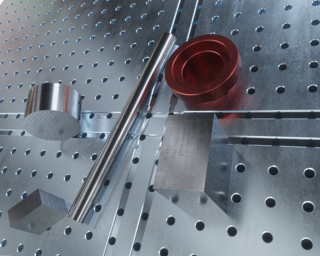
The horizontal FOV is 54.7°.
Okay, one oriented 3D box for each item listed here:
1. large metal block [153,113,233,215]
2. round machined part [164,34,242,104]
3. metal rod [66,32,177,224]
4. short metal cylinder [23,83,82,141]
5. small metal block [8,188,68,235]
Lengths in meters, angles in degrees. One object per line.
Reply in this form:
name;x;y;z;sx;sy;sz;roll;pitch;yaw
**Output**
large metal block;0.040;0.039;0.327;0.050;0.080;0.080;-2;61;27
round machined part;0.059;-0.073;0.410;0.098;0.042;0.098;-13;56;20
metal rod;-0.046;-0.013;0.438;0.025;0.025;0.300;13;68;33
short metal cylinder;-0.161;-0.023;0.469;0.080;0.080;0.050;-19;55;17
small metal block;-0.159;0.111;0.405;0.050;0.050;0.025;-36;52;4
